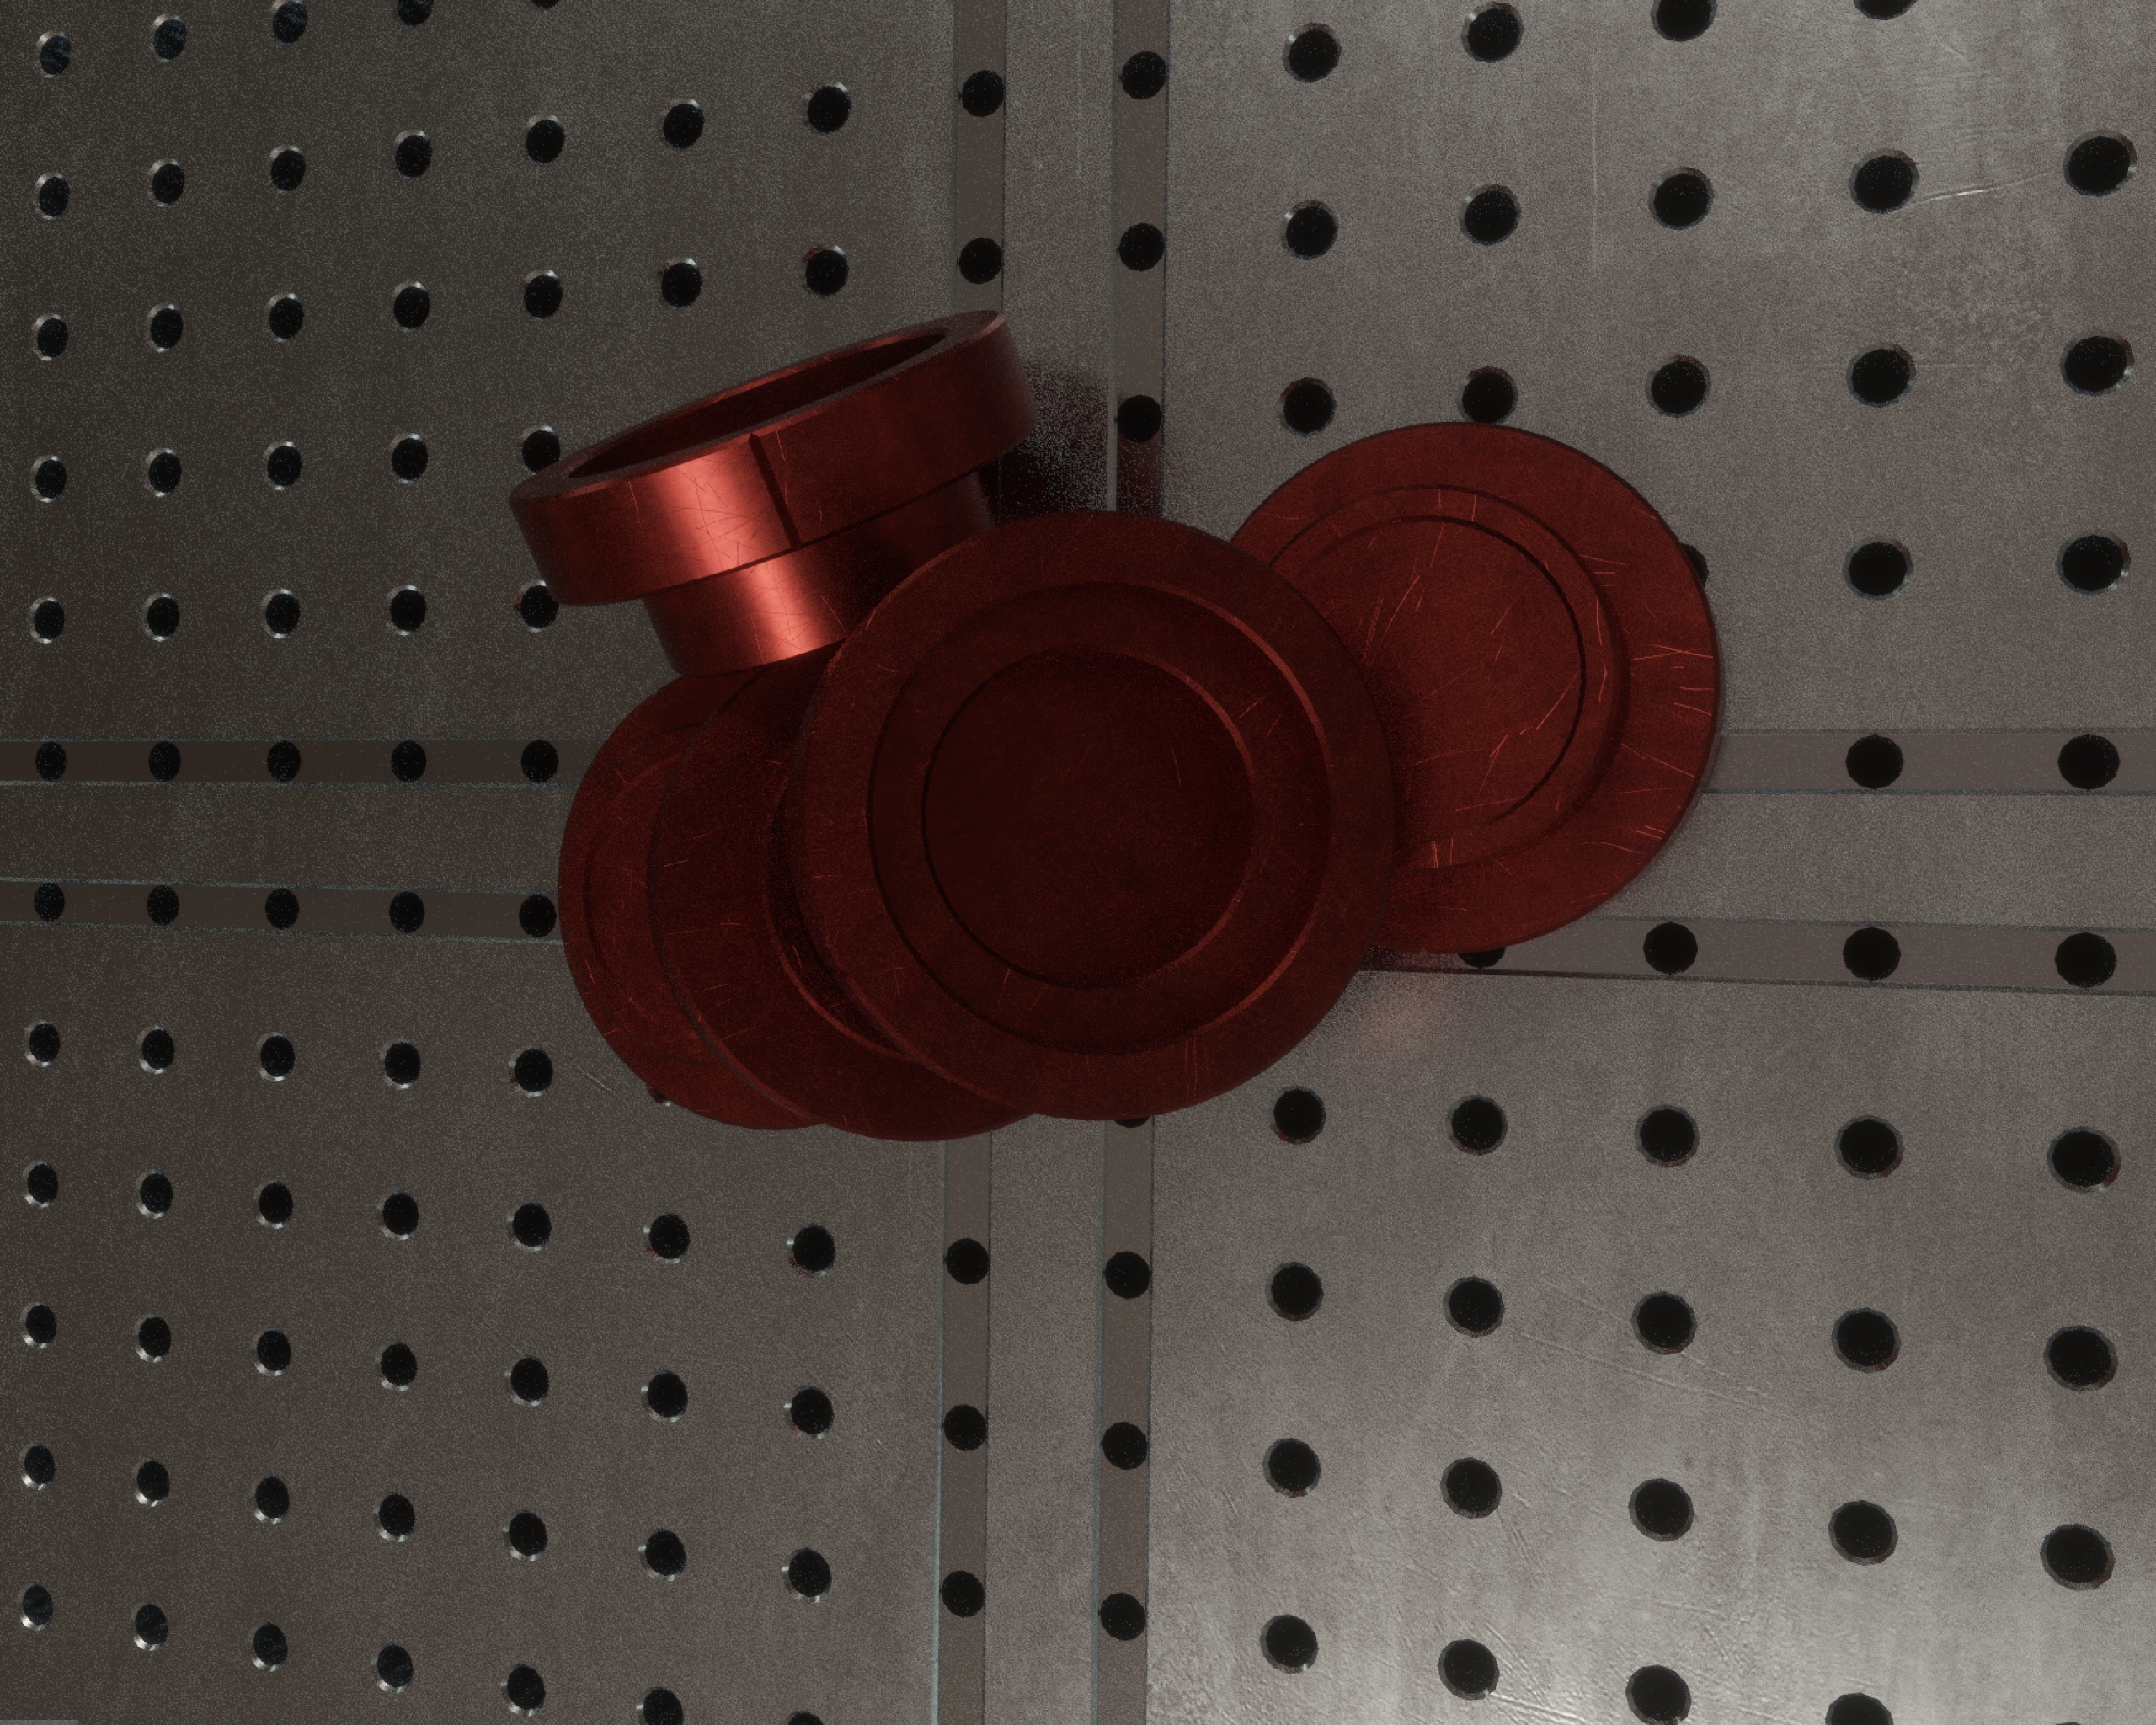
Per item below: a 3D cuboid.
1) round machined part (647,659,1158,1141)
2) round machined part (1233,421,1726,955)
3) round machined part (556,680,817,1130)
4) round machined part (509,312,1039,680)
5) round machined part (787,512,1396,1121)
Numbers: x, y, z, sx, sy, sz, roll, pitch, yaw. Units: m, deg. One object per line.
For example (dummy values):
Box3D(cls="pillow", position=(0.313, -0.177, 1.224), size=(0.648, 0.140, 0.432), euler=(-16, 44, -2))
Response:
Box3D(cls="round machined part", position=(-0.028, 0.003, 0.387), size=(0.099, 0.042, 0.097), euler=(1, 87, -17))
Box3D(cls="round machined part", position=(0.066, -0.032, 0.380), size=(0.098, 0.042, 0.097), euler=(0, 90, 19))
Box3D(cls="round machined part", position=(-0.065, 0.006, 0.425), size=(0.098, 0.042, 0.097), euler=(0, 90, 19))
Box3D(cls="round machined part", position=(-0.053, -0.068, 0.397), size=(0.098, 0.098, 0.042), euler=(-13, 111, 19))
Box3D(cls="round machined part", position=(0.000, -0.007, 0.352), size=(0.099, 0.042, 0.097), euler=(0, 89, -14))
